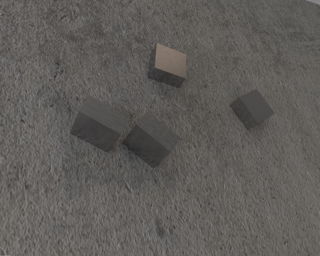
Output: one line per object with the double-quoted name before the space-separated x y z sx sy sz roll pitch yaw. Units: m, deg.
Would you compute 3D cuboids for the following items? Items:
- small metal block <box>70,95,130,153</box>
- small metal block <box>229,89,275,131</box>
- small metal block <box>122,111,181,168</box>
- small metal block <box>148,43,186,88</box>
"small metal block" -0.069 -0.003 0.352 0.050 0.050 0.025 30 52 -10
"small metal block" 0.150 -0.030 0.502 0.050 0.025 0.050 -24 75 -36
"small metal block" -0.012 0.015 0.372 0.050 0.050 0.025 39 51 -2
"small metal block" 0.012 -0.094 0.467 0.050 0.025 0.050 16 55 -19
